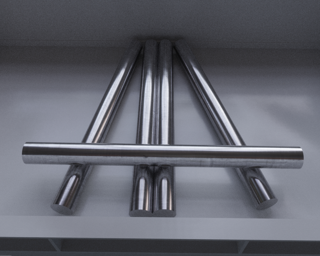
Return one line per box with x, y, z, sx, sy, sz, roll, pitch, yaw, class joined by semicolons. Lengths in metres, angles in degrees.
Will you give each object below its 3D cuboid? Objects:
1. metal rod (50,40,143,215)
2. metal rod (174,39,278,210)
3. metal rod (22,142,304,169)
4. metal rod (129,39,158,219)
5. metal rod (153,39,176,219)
-0.073;-0.025;0.424;0.025;0.025;0.300;10;51;8;metal rod
0.075;-0.028;0.427;0.025;0.025;0.300;-12;51;-10;metal rod
0.003;0.030;0.344;0.302;0.025;0.025;1;50;1;metal rod
-0.017;-0.023;0.423;0.025;0.025;0.300;1;50;1;metal rod
0.007;-0.024;0.423;0.025;0.025;0.300;1;50;1;metal rod
